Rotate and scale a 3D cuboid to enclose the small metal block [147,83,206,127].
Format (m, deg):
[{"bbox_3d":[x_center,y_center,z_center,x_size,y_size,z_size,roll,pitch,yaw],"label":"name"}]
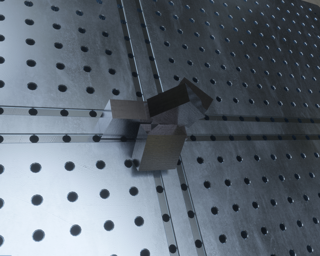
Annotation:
[{"bbox_3d":[0.020,-0.024,0.372,0.050,0.050,0.025,34,39,-56],"label":"small metal block"}]

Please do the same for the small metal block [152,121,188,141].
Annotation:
[{"bbox_3d":[0.004,-0.003,0.411,0.050,0.025,0.050,2,61,-28],"label":"small metal block"}]

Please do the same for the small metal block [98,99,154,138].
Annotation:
[{"bbox_3d":[-0.042,-0.010,0.374,0.050,0.050,0.025,1,62,-27],"label":"small metal block"}]

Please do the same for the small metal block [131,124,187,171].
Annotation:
[{"bbox_3d":[-0.002,0.023,0.373,0.050,0.050,0.025,1,30,-27],"label":"small metal block"}]

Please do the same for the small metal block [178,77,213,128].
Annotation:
[{"bbox_3d":[0.037,-0.034,0.432,0.050,0.050,0.025,37,50,-4],"label":"small metal block"}]
